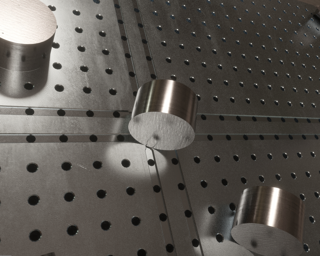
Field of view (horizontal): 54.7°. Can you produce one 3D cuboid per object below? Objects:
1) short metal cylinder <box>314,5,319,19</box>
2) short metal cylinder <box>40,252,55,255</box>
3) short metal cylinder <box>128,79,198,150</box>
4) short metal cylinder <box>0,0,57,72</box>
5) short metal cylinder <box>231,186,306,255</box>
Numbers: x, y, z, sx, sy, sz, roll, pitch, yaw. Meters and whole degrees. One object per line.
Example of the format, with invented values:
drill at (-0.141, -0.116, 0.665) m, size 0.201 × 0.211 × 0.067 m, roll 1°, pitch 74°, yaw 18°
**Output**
short metal cylinder at (0.460, -0.318, 0.820) m, size 0.050 × 0.080 × 0.080 m, roll 39°, pitch 51°, yaw -3°
short metal cylinder at (-0.111, 0.135, 0.231) m, size 0.081 × 0.080 × 0.050 m, roll -14°, pitch 69°, yaw -34°
short metal cylinder at (0.005, -0.015, 0.386) m, size 0.080 × 0.080 × 0.050 m, roll 22°, pitch 54°, yaw -16°
short metal cylinder at (-0.170, -0.115, 0.371) m, size 0.081 × 0.050 × 0.080 m, roll 14°, pitch 56°, yaw -21°
short metal cylinder at (0.132, 0.115, 0.376) m, size 0.080 × 0.080 × 0.050 m, roll 32°, pitch 51°, yaw -8°
